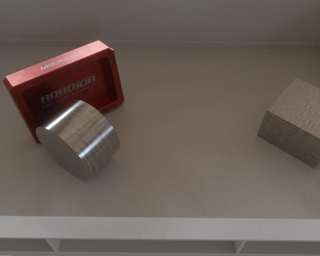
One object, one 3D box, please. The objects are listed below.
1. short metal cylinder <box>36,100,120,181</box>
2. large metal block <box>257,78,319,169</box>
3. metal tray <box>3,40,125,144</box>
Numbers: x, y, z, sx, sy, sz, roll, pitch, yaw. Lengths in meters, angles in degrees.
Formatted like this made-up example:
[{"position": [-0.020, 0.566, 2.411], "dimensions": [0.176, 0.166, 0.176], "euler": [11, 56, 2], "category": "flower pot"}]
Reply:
[{"position": [-0.093, 0.014, 0.356], "dimensions": [0.080, 0.080, 0.050], "euler": [29, 56, 21], "category": "short metal cylinder"}, {"position": [0.187, -0.008, 0.398], "dimensions": [0.080, 0.050, 0.080], "euler": [34, 58, 25], "category": "large metal block"}, {"position": [-0.115, -0.046, 0.397], "dimensions": [0.131, 0.089, 0.030], "euler": [-30, 47, -23], "category": "metal tray"}]
